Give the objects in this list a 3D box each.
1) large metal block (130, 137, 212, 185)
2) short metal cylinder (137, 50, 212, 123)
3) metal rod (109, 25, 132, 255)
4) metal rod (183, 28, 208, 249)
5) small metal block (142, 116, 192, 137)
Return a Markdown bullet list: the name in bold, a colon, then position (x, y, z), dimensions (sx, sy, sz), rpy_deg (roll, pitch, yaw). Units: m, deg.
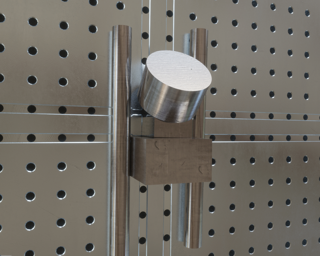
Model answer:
- **large metal block**: position (0.009, 0.037, 0.384), dimensions (0.081, 0.080, 0.050), rpy_deg (1, 90, -20)
- **short metal cylinder**: position (0.017, -0.052, 0.382), dimensions (0.081, 0.050, 0.080), rpy_deg (11, 43, -10)
- **metal rod**: position (-0.050, 0.022, 0.394), dimensions (0.025, 0.025, 0.298), rpy_deg (1, 90, -20)
- **metal rod**: position (0.050, 0.013, 0.431), dimensions (0.025, 0.025, 0.298), rpy_deg (2, 89, -20)
- **small metal block**: position (0.008, -0.001, 0.402), dimensions (0.050, 0.050, 0.025), rpy_deg (1, 90, -21)
